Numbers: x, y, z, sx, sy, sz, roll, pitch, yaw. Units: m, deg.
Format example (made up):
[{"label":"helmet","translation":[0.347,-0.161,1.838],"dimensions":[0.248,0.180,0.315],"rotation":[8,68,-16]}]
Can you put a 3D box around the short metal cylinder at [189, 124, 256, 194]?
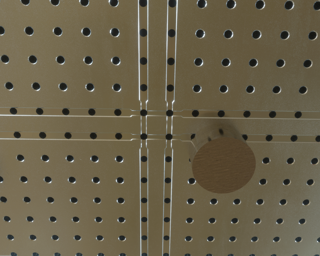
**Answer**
[{"label":"short metal cylinder","translation":[0.081,0.040,0.415],"dimensions":[0.081,0.050,0.079],"rotation":[0,110,0]}]
